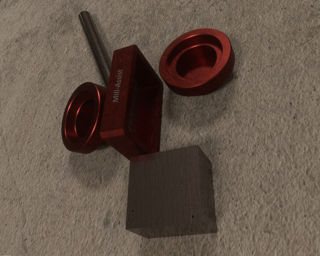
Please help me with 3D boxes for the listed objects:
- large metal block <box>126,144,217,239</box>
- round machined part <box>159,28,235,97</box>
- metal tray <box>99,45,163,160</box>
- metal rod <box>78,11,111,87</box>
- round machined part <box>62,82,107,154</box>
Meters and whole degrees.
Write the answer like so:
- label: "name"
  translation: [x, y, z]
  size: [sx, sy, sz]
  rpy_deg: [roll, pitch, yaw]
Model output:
- label: "large metal block"
  translation: [0.013, 0.071, 0.336]
  size: [0.080, 0.050, 0.080]
  rpy_deg: [-13, 57, 21]
- label: "round machined part"
  translation: [0.052, -0.083, 0.416]
  size: [0.098, 0.042, 0.098]
  rpy_deg: [-13, 56, 20]
- label: "metal tray"
  translation: [-0.030, -0.028, 0.393]
  size: [0.030, 0.090, 0.130]
  rpy_deg: [-10, 57, 23]
- label: "metal rod"
  translation: [-0.097, -0.115, 0.523]
  size: [0.025, 0.025, 0.300]
  rpy_deg: [-32, 52, 7]
- label: "round machined part"
  translation: [-0.094, -0.012, 0.433]
  size: [0.098, 0.042, 0.098]
  rpy_deg: [-18, 64, 43]
